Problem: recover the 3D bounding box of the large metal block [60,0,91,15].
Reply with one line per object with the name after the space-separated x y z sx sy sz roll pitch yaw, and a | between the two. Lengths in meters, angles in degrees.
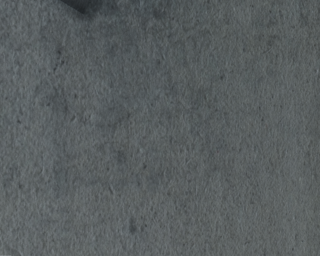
-0.105 -0.182 0.341 0.080 0.080 0.050 28 81 -18 | large metal block
